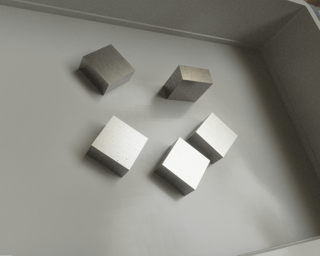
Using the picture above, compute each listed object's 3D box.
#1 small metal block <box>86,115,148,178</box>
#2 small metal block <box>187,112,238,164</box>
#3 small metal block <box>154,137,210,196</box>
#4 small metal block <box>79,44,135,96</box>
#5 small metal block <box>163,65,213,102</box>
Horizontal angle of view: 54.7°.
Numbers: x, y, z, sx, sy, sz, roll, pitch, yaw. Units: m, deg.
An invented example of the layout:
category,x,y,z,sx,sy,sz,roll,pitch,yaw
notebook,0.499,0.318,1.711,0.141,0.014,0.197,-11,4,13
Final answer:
category,x,y,z,sx,sy,sz,roll,pitch,yaw
small metal block,-0.050,0.022,0.367,0.050,0.025,0.050,35,51,-6
small metal block,0.075,0.014,0.439,0.050,0.025,0.050,43,51,1
small metal block,0.029,0.049,0.393,0.050,0.025,0.050,38,51,-3
small metal block,-0.071,-0.079,0.417,0.050,0.025,0.050,48,51,5
small metal block,0.040,-0.063,0.452,0.050,0.050,0.025,3,61,-27
